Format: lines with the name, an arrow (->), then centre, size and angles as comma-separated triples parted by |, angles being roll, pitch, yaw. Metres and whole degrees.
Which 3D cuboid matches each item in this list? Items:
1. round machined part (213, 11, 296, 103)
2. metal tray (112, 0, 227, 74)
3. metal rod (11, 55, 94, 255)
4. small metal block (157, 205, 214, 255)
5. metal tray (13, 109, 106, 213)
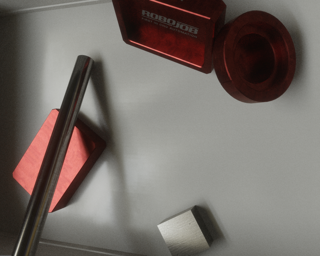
round machined part -> 0.100, -0.076, 0.348 | 0.099, 0.042, 0.097 | 0, 90, -24
metal tray -> 0.009, -0.123, 0.370 | 0.130, 0.090, 0.030 | 25, 67, 18
metal rod -> -0.135, 0.038, 0.395 | 0.025, 0.025, 0.299 | 3, 67, 19
small metal block -> 0.033, 0.135, 0.398 | 0.050, 0.025, 0.050 | -30, 81, 17
metal tray -> -0.151, 0.047, 0.459 | 0.090, 0.030, 0.129 | 39, 102, 15
